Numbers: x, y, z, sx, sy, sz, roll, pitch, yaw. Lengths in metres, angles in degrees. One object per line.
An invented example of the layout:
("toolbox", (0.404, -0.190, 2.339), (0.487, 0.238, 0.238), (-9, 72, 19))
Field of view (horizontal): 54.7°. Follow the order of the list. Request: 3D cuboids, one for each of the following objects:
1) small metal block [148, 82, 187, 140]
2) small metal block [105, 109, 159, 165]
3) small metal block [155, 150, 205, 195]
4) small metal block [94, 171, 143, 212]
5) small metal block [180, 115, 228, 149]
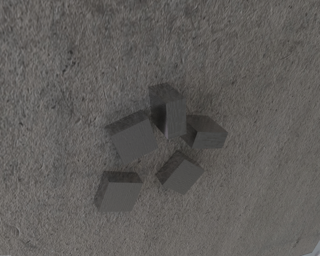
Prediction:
("small metal block", (0.009, -0.022, 0.382), (0.025, 0.050, 0.050), (-17, 125, -19))
("small metal block", (-0.035, 0.012, 0.395), (0.050, 0.025, 0.050), (-26, 128, -12))
("small metal block", (0.031, 0.068, 0.465), (0.050, 0.025, 0.050), (33, 100, -38))
("small metal block", (-0.058, 0.088, 0.430), (0.050, 0.025, 0.050), (8, 114, -32))
("small metal block", (0.055, 0.004, 0.423), (0.050, 0.050, 0.025), (2, 118, -29))
